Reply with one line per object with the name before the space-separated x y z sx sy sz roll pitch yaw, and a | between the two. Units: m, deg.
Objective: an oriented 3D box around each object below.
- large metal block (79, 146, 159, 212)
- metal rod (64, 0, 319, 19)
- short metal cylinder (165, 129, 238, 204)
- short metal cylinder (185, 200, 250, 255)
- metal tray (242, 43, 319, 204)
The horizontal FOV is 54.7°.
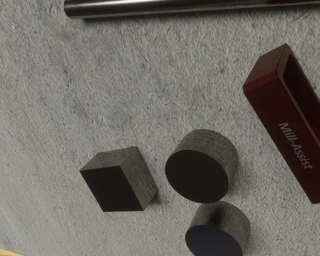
large metal block | -0.061 0.079 0.472 0.080 0.050 0.080 -12 113 33
metal rod | 0.029 -0.130 0.311 0.301 0.025 0.025 6 121 25
short metal cylinder | 0.053 0.048 0.392 0.080 0.050 0.079 13 124 21
short metal cylinder | 0.082 0.150 0.440 0.080 0.050 0.079 13 124 21
metal tray | 0.132 -0.007 0.291 0.030 0.090 0.130 -26 104 37
